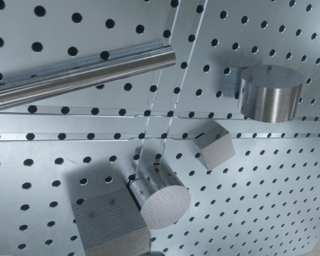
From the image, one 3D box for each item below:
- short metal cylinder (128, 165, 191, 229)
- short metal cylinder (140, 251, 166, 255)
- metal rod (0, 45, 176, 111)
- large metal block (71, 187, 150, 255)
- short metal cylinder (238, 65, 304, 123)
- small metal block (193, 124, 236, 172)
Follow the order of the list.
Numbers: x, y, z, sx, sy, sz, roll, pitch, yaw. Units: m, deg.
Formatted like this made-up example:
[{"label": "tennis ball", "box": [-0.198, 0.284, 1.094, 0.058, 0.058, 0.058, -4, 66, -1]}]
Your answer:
[{"label": "short metal cylinder", "box": [-0.002, 0.101, 0.456, 0.081, 0.050, 0.079, -14, 124, -21]}, {"label": "short metal cylinder", "box": [-0.025, 0.247, 0.514, 0.050, 0.080, 0.080, 16, 110, -35]}, {"label": "metal rod", "box": [-0.123, -0.041, 0.318, 0.302, 0.025, 0.025, -18, 126, -18]}, {"label": "large metal block", "box": [-0.068, 0.136, 0.422, 0.081, 0.080, 0.050, -16, 125, -19]}, {"label": "short metal cylinder", "box": [0.150, -0.049, 0.427, 0.081, 0.080, 0.050, -16, 125, -20]}, {"label": "small metal block", "box": [0.084, 0.031, 0.476, 0.050, 0.025, 0.050, -31, 129, -9]}]
